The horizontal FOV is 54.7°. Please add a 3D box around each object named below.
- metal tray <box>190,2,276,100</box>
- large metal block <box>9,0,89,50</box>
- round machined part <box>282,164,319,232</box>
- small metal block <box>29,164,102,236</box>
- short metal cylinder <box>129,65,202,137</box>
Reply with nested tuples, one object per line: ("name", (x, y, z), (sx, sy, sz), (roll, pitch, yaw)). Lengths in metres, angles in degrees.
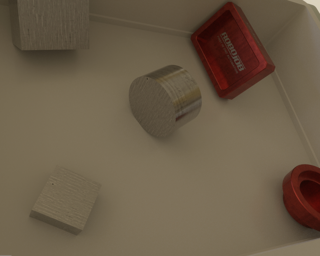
("metal tray", (0.113, -0.123, 0.498), (0.030, 0.090, 0.130), (2, 59, -48))
("large metal block", (-0.134, -0.140, 0.376), (0.081, 0.079, 0.050), (-11, 27, -33))
("round machined part", (0.218, 0.104, 0.444), (0.099, 0.042, 0.098), (13, 46, -14))
("small metal block", (-0.094, 0.072, 0.312), (0.050, 0.025, 0.050), (27, 52, -12))
("short metal cylinder", (0.006, -0.035, 0.397), (0.050, 0.080, 0.080), (-31, 79, -38))
